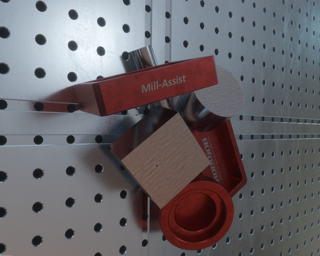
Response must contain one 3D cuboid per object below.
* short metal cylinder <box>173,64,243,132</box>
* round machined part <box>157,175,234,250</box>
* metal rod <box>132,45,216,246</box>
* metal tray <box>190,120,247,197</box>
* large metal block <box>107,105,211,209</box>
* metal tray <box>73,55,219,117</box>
[{"bbox_3d":[0.066,-0.041,0.424,0.081,0.050,0.080,12,62,-23],"label":"short metal cylinder"},{"bbox_3d":[0.044,0.108,0.413,0.099,0.042,0.097,-3,104,-10],"label":"round machined part"},{"bbox_3d":[0.026,0.035,0.426,0.025,0.025,0.298,-32,110,-36],"label":"metal rod"},{"bbox_3d":[0.082,0.048,0.470,0.091,0.030,0.129,-32,110,-36],"label":"metal tray"},{"bbox_3d":[-0.001,0.032,0.364,0.080,0.050,0.080,-40,117,-13],"label":"large metal block"},{"bbox_3d":[-0.016,-0.047,0.330,0.131,0.090,0.030,-18,104,-24],"label":"metal tray"}]
